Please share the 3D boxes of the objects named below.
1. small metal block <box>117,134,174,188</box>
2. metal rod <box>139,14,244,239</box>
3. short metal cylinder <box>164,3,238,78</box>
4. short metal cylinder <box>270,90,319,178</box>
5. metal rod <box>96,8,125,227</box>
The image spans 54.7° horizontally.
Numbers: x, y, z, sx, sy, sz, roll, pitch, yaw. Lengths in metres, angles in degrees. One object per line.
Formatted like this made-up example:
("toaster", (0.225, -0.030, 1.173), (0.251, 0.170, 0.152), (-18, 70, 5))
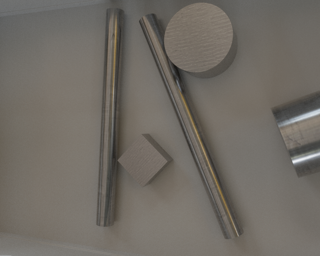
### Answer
("small metal block", (-0.020, 0.043, 0.417), (0.050, 0.025, 0.050), (46, 104, 14))
("metal rod", (0.037, -0.008, 0.396), (0.025, 0.025, 0.299), (-23, 82, 18))
("short metal cylinder", (0.051, -0.104, 0.379), (0.080, 0.050, 0.079), (0, 90, 19))
("short metal cylinder", (0.156, 0.007, 0.326), (0.050, 0.080, 0.080), (-21, 83, 18))
("metal rod", (-0.070, -0.014, 0.433), (0.025, 0.025, 0.298), (3, 91, 19))
